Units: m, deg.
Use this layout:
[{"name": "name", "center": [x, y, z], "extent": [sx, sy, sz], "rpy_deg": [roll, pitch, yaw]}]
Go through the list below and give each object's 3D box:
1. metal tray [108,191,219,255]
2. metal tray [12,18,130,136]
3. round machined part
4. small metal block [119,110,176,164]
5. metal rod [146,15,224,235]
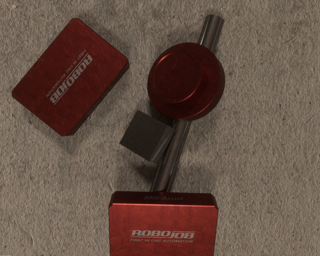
[{"name": "metal tray", "center": [0.003, 0.128, 0.394], "extent": [0.131, 0.030, 0.089], "rpy_deg": [2, 109, -1]}, {"name": "metal tray", "center": [-0.114, -0.064, 0.406], "extent": [0.090, 0.030, 0.130], "rpy_deg": [39, 90, -1]}, {"name": "round machined part", "center": [0.026, -0.059, 0.381], "extent": [0.098, 0.042, 0.097], "rpy_deg": [-5, 79, 27]}, {"name": "small metal block", "center": [-0.016, 0.011, 0.399], "extent": [0.050, 0.025, 0.050], "rpy_deg": [28, 90, 30]}, {"name": "metal rod", "center": [0.027, -0.003, 0.410], "extent": [0.025, 0.025, 0.298], "rpy_deg": [18, 90, -1]}]
